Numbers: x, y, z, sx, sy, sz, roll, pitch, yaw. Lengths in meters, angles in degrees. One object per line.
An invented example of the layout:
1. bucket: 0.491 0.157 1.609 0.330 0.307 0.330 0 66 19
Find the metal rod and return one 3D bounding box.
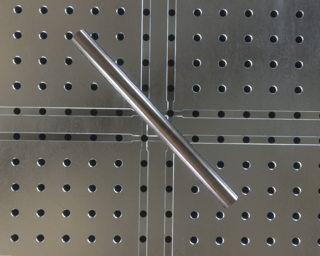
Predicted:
1. metal rod: -0.007 -0.012 0.414 0.025 0.025 0.300 -43 90 0
